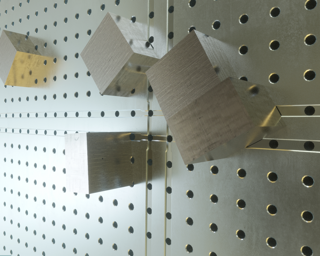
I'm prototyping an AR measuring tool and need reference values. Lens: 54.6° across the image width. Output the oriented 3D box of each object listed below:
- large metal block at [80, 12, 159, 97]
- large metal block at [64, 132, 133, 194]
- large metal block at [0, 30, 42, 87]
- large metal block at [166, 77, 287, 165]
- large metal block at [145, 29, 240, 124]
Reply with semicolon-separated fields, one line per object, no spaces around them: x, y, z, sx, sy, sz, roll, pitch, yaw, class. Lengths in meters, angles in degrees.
-0.059;-0.102;0.443;0.080;0.050;0.080;-45;63;30;large metal block
-0.087;0.047;0.446;0.050;0.081;0.080;-4;87;40;large metal block
-0.298;-0.142;0.641;0.080;0.050;0.080;49;119;29;large metal block
0.068;-0.005;0.318;0.080;0.081;0.050;-35;69;35;large metal block
0.040;-0.052;0.361;0.080;0.050;0.080;-35;68;34;large metal block
